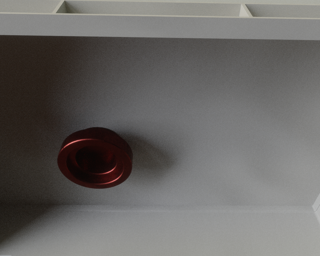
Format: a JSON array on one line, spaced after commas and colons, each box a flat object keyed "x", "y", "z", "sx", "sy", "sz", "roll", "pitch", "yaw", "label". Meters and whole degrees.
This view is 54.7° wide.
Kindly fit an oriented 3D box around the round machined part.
[{"x": -0.087, "y": 0.037, "z": 0.428, "sx": 0.099, "sy": 0.042, "sz": 0.097, "roll": -1, "pitch": 130, "yaw": 0, "label": "round machined part"}]
